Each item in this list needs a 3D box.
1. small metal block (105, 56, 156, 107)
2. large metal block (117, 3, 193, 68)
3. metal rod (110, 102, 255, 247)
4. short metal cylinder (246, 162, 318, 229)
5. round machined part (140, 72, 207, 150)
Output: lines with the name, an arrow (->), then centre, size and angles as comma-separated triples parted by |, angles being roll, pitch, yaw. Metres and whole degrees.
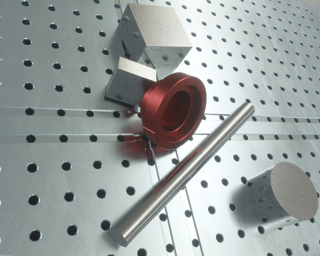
small metal block -> -0.038, -0.059, 0.406 | 0.050, 0.050, 0.025 | 17, 45, -19
large metal block -> -0.009, -0.139, 0.474 | 0.081, 0.050, 0.080 | -9, 66, -32
metal rod -> 0.050, 0.041, 0.412 | 0.025, 0.025, 0.302 | 48, 51, 5
short metal cylinder -> 0.168, 0.093, 0.428 | 0.081, 0.050, 0.080 | 14, 56, -21
round machined part -> 0.013, -0.024, 0.398 | 0.042, 0.097, 0.099 | 28, 41, 36
